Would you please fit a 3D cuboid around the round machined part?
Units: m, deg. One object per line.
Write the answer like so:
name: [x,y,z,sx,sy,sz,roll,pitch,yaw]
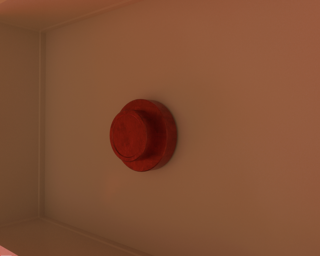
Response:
round machined part: [-0.029,0.010,0.413,0.098,0.042,0.097,0,90,39]
